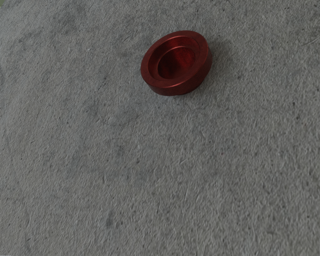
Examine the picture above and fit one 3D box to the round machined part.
[{"bbox_3d":[0.026,-0.085,0.432,0.098,0.042,0.098,-13,56,21],"label":"round machined part"}]
